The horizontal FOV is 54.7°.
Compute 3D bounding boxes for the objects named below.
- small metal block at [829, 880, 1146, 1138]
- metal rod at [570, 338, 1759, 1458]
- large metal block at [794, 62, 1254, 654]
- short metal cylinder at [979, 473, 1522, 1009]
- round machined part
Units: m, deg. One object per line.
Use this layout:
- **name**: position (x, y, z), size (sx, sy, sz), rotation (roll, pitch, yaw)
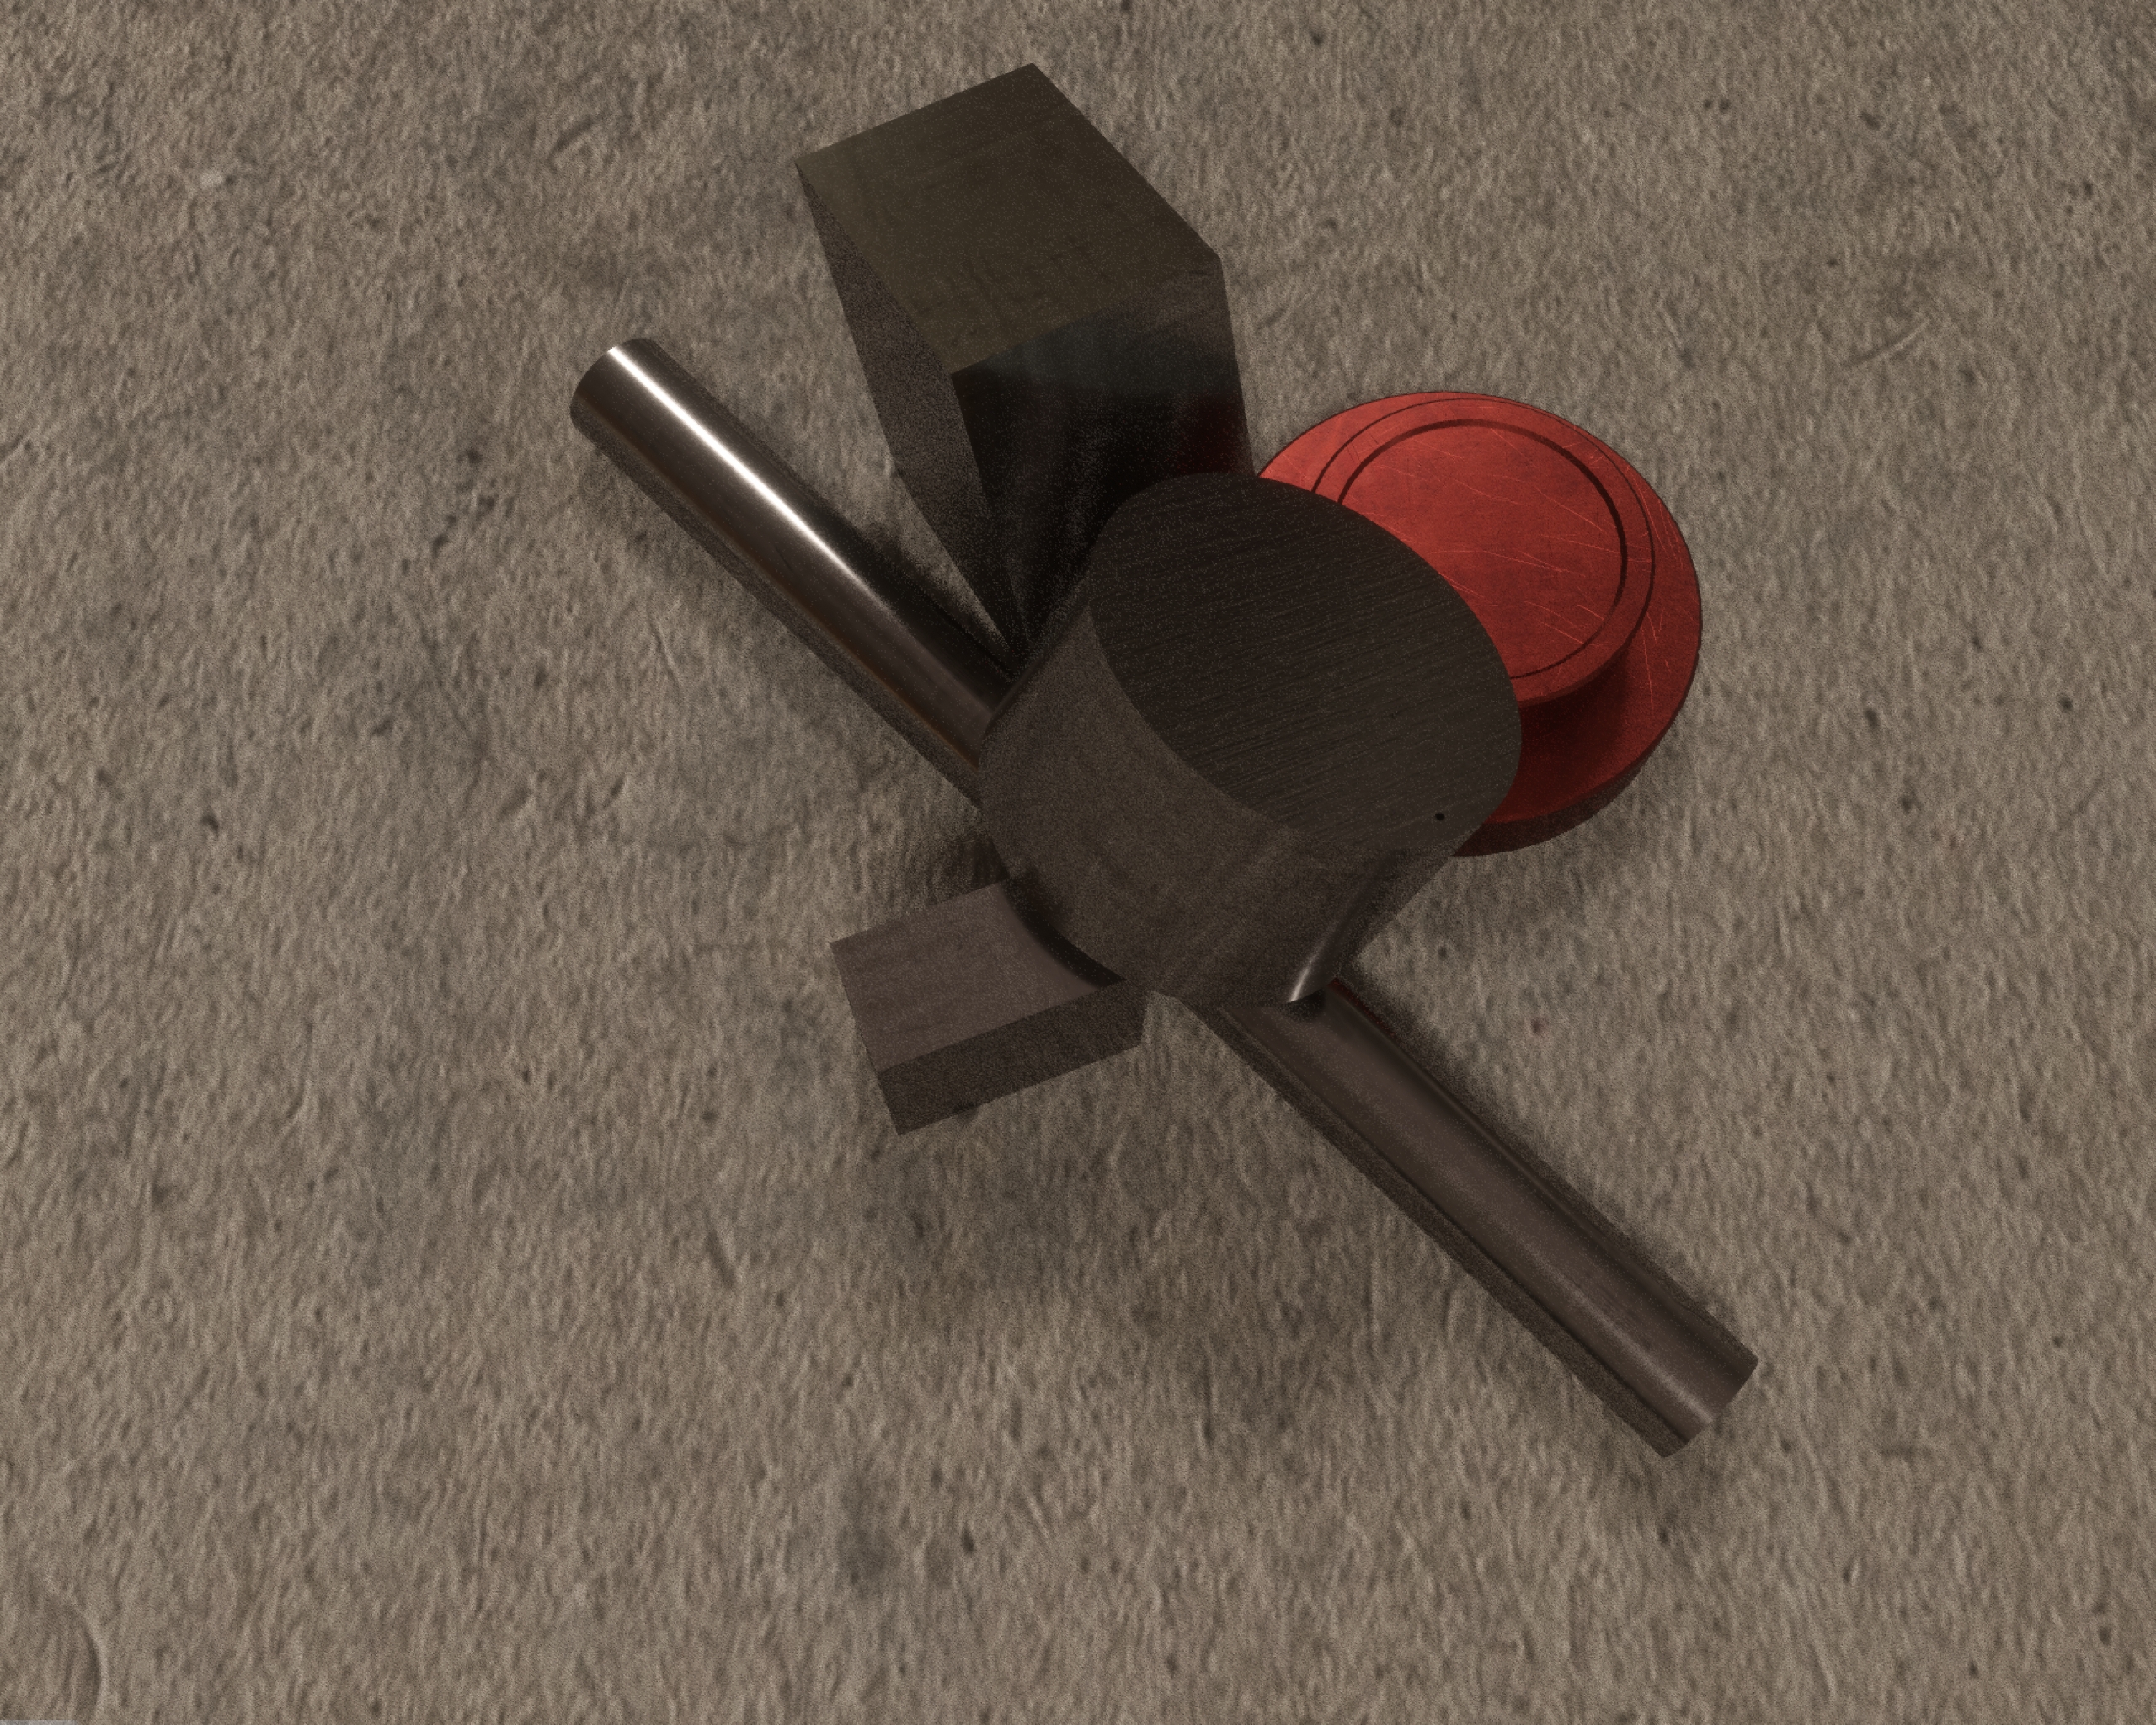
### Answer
- **small metal block**: position (-0.016, 0.025, 0.387), size (0.050, 0.050, 0.025), rotation (-20, 71, -8)
- **metal rod**: position (0.008, -0.002, 0.411), size (0.300, 0.025, 0.025), rotation (43, 75, 14)
- **large metal block**: position (-0.007, -0.093, 0.403), size (0.050, 0.080, 0.080), rotation (-26, 50, -8)
- **short metal cylinder**: position (0.029, -0.021, 0.365), size (0.081, 0.050, 0.080), rotation (14, 51, -18)
- **round machined part**: position (0.077, -0.054, 0.420), size (0.099, 0.042, 0.098), rotation (0, 70, -1)
